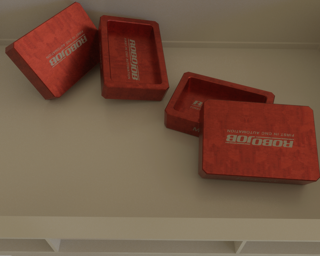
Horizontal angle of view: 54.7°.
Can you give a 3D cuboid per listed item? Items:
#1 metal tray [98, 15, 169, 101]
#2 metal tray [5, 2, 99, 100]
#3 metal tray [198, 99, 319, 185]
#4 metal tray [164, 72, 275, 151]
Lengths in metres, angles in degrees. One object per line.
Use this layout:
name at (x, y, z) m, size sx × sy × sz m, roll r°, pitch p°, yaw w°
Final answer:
metal tray at (-0.041, -0.104, 0.456) m, size 0.091 × 0.030 × 0.130 m, roll 1°, pitch 62°, yaw -18°
metal tray at (-0.143, -0.114, 0.456) m, size 0.030 × 0.090 × 0.130 m, roll -5°, pitch 38°, yaw 45°
metal tray at (0.113, 0.017, 0.365) m, size 0.131 × 0.030 × 0.090 m, roll 4°, pitch 71°, yaw -1°
metal tray at (0.081, -0.025, 0.423) m, size 0.130 × 0.030 × 0.090 m, roll 17°, pitch 52°, yaw 13°
